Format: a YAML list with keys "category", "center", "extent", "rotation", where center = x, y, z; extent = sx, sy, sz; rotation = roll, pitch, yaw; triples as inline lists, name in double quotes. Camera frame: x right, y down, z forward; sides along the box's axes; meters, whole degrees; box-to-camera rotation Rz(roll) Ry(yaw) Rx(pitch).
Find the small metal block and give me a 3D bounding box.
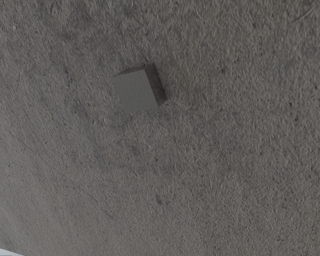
- category: "small metal block"
  center: [-0.026, -0.050, 0.390]
  extent: [0.050, 0.025, 0.050]
  rotation: [-7, 115, 31]
